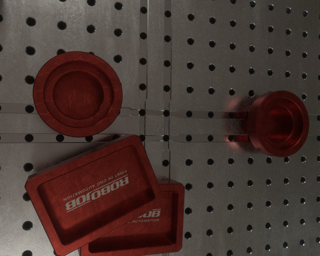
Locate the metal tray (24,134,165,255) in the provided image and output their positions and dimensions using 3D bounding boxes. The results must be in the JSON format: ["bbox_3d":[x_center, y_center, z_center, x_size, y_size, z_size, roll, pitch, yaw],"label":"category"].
[{"bbox_3d":[-0.071,0.071,0.352,0.131,0.030,0.090,-24,98,-19],"label":"metal tray"}]

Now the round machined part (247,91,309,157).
[{"bbox_3d":[0.172,-0.006,0.469,0.099,0.042,0.097,0,90,-21],"label":"round machined part"}]

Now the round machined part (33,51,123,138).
[{"bbox_3d":[-0.097,-0.038,0.368,0.099,0.042,0.097,0,90,-21],"label":"round machined part"}]

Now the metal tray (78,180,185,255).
[{"bbox_3d":[-0.035,0.115,0.398,0.131,0.030,0.089,3,89,-21],"label":"metal tray"}]
